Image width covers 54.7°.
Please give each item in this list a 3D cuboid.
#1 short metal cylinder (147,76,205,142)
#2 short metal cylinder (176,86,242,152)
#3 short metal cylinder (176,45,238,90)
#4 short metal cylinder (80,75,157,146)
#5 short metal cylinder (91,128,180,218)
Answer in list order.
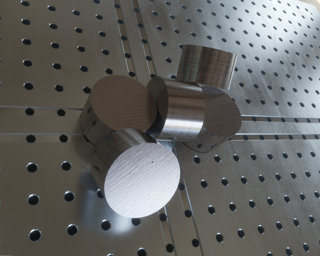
[{"bbox_3d":[0.014,-0.023,0.396,0.050,0.080,0.080,5,60,-26],"label":"short metal cylinder"},{"bbox_3d":[0.067,-0.012,0.436,0.081,0.050,0.080,14,56,-21],"label":"short metal cylinder"},{"bbox_3d":[0.068,-0.089,0.457,0.081,0.080,0.050,8,100,-24],"label":"short metal cylinder"},{"bbox_3d":[-0.051,-0.017,0.376,0.081,0.050,0.080,14,56,-21],"label":"short metal cylinder"},{"bbox_3d":[-0.026,0.046,0.325,0.081,0.050,0.079,-9,110,-25],"label":"short metal cylinder"}]
